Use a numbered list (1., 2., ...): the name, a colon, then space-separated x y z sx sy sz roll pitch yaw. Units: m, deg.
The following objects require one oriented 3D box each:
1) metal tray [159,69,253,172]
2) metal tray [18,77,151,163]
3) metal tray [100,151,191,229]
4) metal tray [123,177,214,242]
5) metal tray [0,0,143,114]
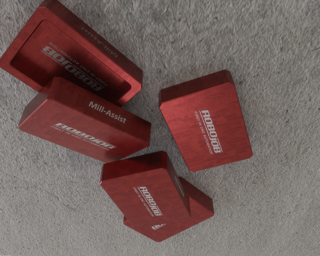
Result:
1. metal tray: 0.062 -0.003 0.402 0.090 0.030 0.130 -16 129 13
2. metal tray: -0.087 -0.002 0.372 0.131 0.030 0.090 27 143 -33
3. metal tray: -0.016 0.092 0.436 0.090 0.030 0.130 -14 133 11
4. metal tray: 0.014 0.142 0.525 0.130 0.030 0.090 -36 122 26
5. metal tray: -0.095 -0.066 0.346 0.130 0.030 0.090 37 121 -27
